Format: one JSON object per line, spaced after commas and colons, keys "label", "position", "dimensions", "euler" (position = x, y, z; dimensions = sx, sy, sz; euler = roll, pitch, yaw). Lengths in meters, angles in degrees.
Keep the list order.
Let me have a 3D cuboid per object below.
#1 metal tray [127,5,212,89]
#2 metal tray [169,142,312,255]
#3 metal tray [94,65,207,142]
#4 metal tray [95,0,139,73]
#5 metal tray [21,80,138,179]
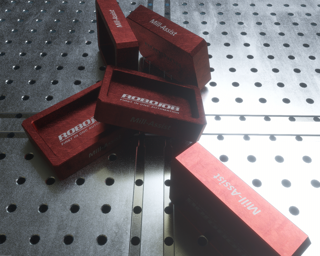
{"label": "metal tray", "position": [0.014, -0.118, 0.461], "dimensions": [0.130, 0.090, 0.030], "euler": [38, 77, 27]}
{"label": "metal tray", "position": [0.064, 0.084, 0.295], "dimensions": [0.030, 0.089, 0.130], "euler": [-34, 58, -25]}
{"label": "metal tray", "position": [-0.011, -0.033, 0.395], "dimensions": [0.131, 0.030, 0.090], "euler": [12, 37, -10]}
{"label": "metal tray", "position": [-0.067, -0.124, 0.467], "dimensions": [0.030, 0.089, 0.130], "euler": [-12, 51, -17]}
{"label": "metal tray", "position": [-0.098, -0.004, 0.406], "dimensions": [0.131, 0.030, 0.090], "euler": [-33, 58, -25]}
